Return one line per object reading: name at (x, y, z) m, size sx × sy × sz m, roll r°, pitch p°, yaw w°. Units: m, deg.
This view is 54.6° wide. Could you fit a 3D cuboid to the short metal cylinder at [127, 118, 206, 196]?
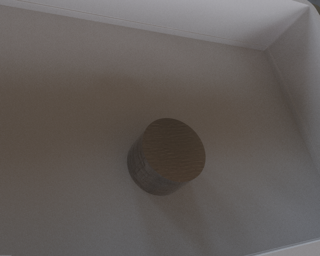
short metal cylinder at (0.007, 0.035, 0.372) m, size 0.081 × 0.050 × 0.080 m, roll 13°, pitch 56°, yaw -21°
